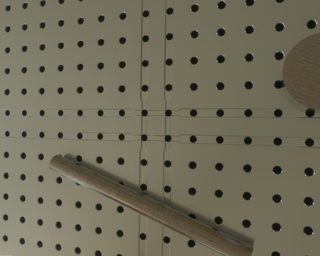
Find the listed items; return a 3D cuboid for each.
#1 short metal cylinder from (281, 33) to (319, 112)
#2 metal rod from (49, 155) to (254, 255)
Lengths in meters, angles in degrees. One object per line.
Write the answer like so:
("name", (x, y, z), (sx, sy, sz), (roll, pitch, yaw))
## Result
("short metal cylinder", (0.176, -0.058, 0.337), (0.080, 0.050, 0.079), (0, 90, 19))
("metal rod", (-0.025, 0.104, 0.420), (0.301, 0.025, 0.025), (21, 97, 18))
